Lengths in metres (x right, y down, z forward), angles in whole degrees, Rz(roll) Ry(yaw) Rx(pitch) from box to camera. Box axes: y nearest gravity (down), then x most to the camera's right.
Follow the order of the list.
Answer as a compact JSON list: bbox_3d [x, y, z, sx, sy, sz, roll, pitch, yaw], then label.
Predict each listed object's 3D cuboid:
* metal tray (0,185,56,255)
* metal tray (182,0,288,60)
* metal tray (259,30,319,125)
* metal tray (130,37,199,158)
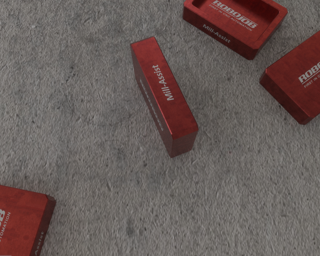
[{"bbox_3d":[-0.186,0.134,0.355,0.090,0.030,0.130,11,70,4],"label":"metal tray"},{"bbox_3d":[0.111,-0.173,0.469,0.130,0.030,0.090,36,74,12],"label":"metal tray"},{"bbox_3d":[0.219,-0.076,0.435,0.131,0.030,0.090,-35,74,-12],"label":"metal tray"},{"bbox_3d":[0.003,-0.035,0.386,0.030,0.090,0.130,-21,72,-7],"label":"metal tray"}]
